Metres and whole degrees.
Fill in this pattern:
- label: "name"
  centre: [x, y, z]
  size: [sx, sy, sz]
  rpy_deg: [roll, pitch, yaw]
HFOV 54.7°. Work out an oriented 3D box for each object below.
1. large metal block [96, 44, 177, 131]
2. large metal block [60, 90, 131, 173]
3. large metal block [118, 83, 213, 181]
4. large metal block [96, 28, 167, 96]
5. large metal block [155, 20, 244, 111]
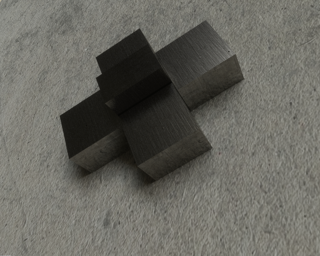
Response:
- label: "large metal block"
  centre: [-0.024, -0.049, 0.411]
  size: [0.080, 0.080, 0.050]
  rpy_deg: [-32, 52, 7]
- label: "large metal block"
  centre: [-0.084, 0.002, 0.430]
  size: [0.080, 0.050, 0.080]
  rpy_deg: [-32, 52, 7]
- label: "large metal block"
  centre: [0.005, 0.005, 0.381]
  size: [0.080, 0.050, 0.080]
  rpy_deg: [-32, 52, 7]
- label: "large metal block"
  centre: [-0.040, -0.088, 0.462]
  size: [0.080, 0.050, 0.080]
  rpy_deg: [-32, 52, 7]
- label: "large metal block"
  centre: [0.051, -0.083, 0.411]
  size: [0.080, 0.050, 0.080]
  rpy_deg: [-32, 52, 7]
